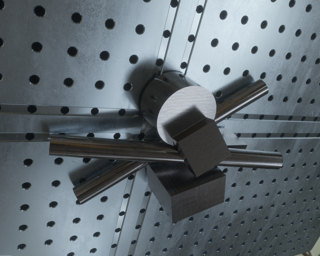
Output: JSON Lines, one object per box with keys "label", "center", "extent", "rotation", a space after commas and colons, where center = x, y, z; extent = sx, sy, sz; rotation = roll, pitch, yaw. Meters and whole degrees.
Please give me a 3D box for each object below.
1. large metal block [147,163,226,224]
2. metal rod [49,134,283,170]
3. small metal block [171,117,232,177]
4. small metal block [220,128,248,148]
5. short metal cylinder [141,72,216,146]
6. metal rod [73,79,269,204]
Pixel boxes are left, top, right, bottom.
{"label": "large metal block", "center": [0.034, 0.074, 0.435], "extent": [0.081, 0.080, 0.050], "rotation": [-17, 125, -19]}
{"label": "metal rod", "center": [0.020, 0.032, 0.392], "extent": [0.302, 0.025, 0.025], "rotation": [5, 117, -16]}
{"label": "small metal block", "center": [0.050, 0.022, 0.372], "extent": [0.050, 0.025, 0.050], "rotation": [-31, 106, -8]}
{"label": "small metal block", "center": [0.089, 0.023, 0.454], "extent": [0.050, 0.050, 0.025], "rotation": [0, 118, -28]}
{"label": "short metal cylinder", "center": [0.022, -0.024, 0.388], "extent": [0.081, 0.050, 0.079], "rotation": [-14, 123, -21]}
{"label": "metal rod", "center": [0.021, 0.014, 0.428], "extent": [0.301, 0.025, 0.025], "rotation": [-30, 129, -9]}
